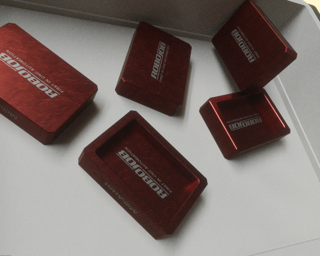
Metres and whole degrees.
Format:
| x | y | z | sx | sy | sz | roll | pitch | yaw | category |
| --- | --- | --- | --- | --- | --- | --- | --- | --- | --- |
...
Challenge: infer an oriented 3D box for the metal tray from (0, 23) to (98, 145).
| x | y | z | sx | sy | sz | roll | pitch | yaw | category |
| --- | --- | --- | --- | --- | --- | --- | --- | --- | --- |
| -0.150 | -0.053 | 0.354 | 0.130 | 0.030 | 0.090 | 37 | 51 | -4 | metal tray |

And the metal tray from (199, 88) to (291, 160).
| x | y | z | sx | sy | sz | roll | pitch | yaw | category |
| --- | --- | --- | --- | --- | --- | --- | --- | --- | --- |
| 0.135 | -0.011 | 0.484 | 0.131 | 0.030 | 0.090 | -14 | 69 | -34 | metal tray |

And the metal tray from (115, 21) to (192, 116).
| x | y | z | sx | sy | sz | roll | pitch | yaw | category |
| --- | --- | --- | --- | --- | --- | --- | --- | --- | --- |
| -0.005 | -0.090 | 0.456 | 0.091 | 0.030 | 0.130 | 22 | 53 | -15 | metal tray |

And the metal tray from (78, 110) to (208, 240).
| x | y | z | sx | sy | sz | roll | pitch | yaw | category |
| --- | --- | --- | --- | --- | --- | --- | --- | --- | --- |
| -0.017 | 0.051 | 0.362 | 0.130 | 0.030 | 0.090 | 44 | 51 | 2 | metal tray |

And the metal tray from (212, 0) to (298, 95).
| x | y | z | sx | sy | sz | roll | pitch | yaw | category |
| --- | --- | --- | --- | --- | --- | --- | --- | --- | --- |
| 0.143 | -0.128 | 0.492 | 0.030 | 0.090 | 0.130 | 13 | 44 | -38 | metal tray |
